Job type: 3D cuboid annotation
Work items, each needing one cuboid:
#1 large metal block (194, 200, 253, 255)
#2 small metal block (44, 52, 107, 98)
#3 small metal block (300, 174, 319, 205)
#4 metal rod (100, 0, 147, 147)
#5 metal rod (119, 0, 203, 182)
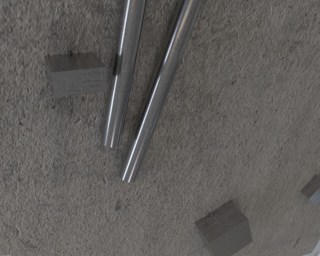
[{"bbox_3d":[0.120,0.194,0.577,0.080,0.050,0.080,-29,129,-10],"label":"large metal block"},{"bbox_3d":[-0.085,-0.055,0.310,0.050,0.050,0.025,-11,123,-23],"label":"small metal block"},{"bbox_3d":[0.344,0.136,0.679,0.050,0.025,0.050,33,100,-38],"label":"small metal block"},{"bbox_3d":[-0.029,-0.113,0.320,0.025,0.025,0.298,-1,119,-28],"label":"metal rod"},{"bbox_3d":[0.005,-0.063,0.370,0.025,0.025,0.298,7,115,-32],"label":"metal rod"}]
